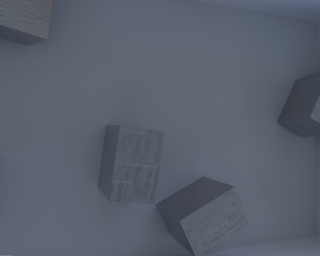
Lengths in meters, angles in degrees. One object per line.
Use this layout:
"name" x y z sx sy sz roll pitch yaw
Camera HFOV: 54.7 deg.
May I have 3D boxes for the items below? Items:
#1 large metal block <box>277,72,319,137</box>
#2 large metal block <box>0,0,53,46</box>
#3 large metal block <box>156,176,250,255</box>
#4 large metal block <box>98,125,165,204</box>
"large metal block" 0.233 -0.035 0.463 0.050 0.080 0.080 28 81 -8
"large metal block" -0.162 -0.140 0.322 0.081 0.050 0.080 9 87 -44
"large metal block" 0.052 0.110 0.401 0.081 0.080 0.050 -27 99 -18
"large metal block" -0.037 0.039 0.367 0.050 0.080 0.080 8 87 -20
